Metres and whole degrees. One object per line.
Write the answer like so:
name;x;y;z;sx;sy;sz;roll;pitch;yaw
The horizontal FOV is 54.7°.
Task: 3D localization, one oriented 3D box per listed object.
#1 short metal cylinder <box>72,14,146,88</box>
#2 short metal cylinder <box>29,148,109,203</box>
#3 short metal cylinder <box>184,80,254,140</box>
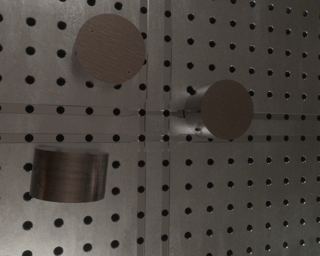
short metal cylinder;-0.063;-0.091;0.376;0.081;0.050;0.079;0;90;-21
short metal cylinder;-0.100;0.050;0.347;0.081;0.080;0.050;6;88;-20
short metal cylinder;0.081;-0.024;0.431;0.081;0.050;0.079;0;90;-21
